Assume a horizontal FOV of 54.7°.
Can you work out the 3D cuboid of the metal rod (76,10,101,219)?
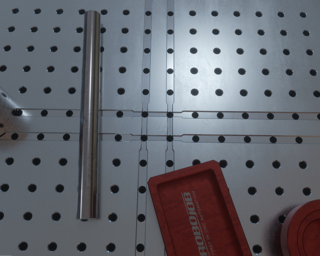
[{"bbox_3d":[-0.095,-0.031,0.422,0.025,0.025,0.299,-3,70,-1],"label":"metal rod"}]

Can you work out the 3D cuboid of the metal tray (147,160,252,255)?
[{"bbox_3d":[0.045,0.112,0.368,0.091,0.030,0.130,-15,71,-6],"label":"metal tray"}]

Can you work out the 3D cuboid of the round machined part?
[{"bbox_3d":[0.188,0.133,0.355,0.099,0.042,0.098,0,70,0],"label":"round machined part"}]

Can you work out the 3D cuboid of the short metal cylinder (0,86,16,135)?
[{"bbox_3d":[-0.241,-0.028,0.407,0.081,0.050,0.080,0,70,0],"label":"short metal cylinder"}]
